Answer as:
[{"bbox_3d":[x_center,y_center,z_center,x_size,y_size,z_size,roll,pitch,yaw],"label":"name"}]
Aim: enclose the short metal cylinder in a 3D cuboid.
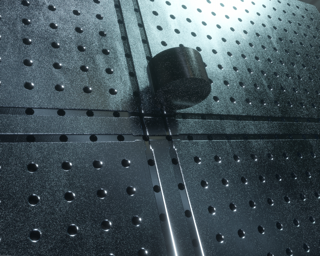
[{"bbox_3d":[0.025,-0.066,0.429,0.081,0.080,0.050,2,61,-28],"label":"short metal cylinder"}]
